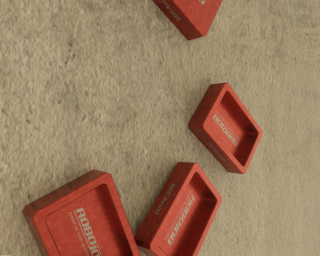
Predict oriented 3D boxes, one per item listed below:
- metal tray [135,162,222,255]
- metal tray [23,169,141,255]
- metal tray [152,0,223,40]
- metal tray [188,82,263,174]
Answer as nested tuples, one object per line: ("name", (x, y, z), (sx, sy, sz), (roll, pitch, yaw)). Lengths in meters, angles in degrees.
("metal tray", (0.030, 0.121, 0.418), (0.090, 0.030, 0.130), (54, 54, -30))
("metal tray", (-0.078, 0.123, 0.337), (0.091, 0.030, 0.129), (-28, 108, -37))
("metal tray", (0.030, -0.198, 0.428), (0.130, 0.030, 0.090), (39, 66, -34))
("metal tray", (0.109, 0.002, 0.495), (0.130, 0.030, 0.090), (46, 63, -31))
